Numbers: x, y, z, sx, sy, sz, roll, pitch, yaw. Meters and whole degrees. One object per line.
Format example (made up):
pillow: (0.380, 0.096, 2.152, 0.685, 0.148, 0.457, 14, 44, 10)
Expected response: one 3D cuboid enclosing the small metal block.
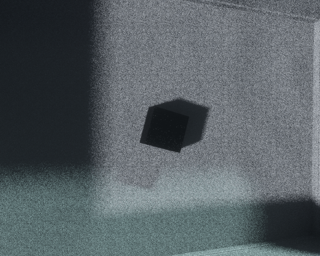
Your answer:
small metal block: (0.006, 0.002, 0.414, 0.050, 0.025, 0.050, 16, 85, -20)
